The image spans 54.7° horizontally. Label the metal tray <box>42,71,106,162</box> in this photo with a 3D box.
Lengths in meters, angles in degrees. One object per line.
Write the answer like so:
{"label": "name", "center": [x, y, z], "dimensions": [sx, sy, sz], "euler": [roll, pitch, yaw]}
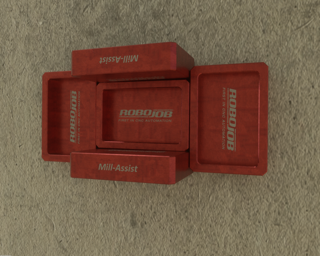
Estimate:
{"label": "metal tray", "center": [-0.125, -0.016, 0.450], "dimensions": [0.090, 0.030, 0.129], "euler": [1, 90, 19]}

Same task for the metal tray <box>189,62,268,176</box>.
{"label": "metal tray", "center": [0.084, -0.011, 0.377], "dimensions": [0.090, 0.030, 0.129], "euler": [1, 90, 19]}

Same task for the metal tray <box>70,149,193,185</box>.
{"label": "metal tray", "center": [-0.032, 0.044, 0.384], "dimensions": [0.130, 0.090, 0.030], "euler": [0, 90, 19]}

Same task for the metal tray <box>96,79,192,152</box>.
{"label": "metal tray", "center": [-0.021, -0.016, 0.414], "dimensions": [0.130, 0.030, 0.089], "euler": [1, 90, 19]}

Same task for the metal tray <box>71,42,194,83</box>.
{"label": "metal tray", "center": [-0.031, -0.076, 0.386], "dimensions": [0.130, 0.090, 0.030], "euler": [0, 90, 19]}
